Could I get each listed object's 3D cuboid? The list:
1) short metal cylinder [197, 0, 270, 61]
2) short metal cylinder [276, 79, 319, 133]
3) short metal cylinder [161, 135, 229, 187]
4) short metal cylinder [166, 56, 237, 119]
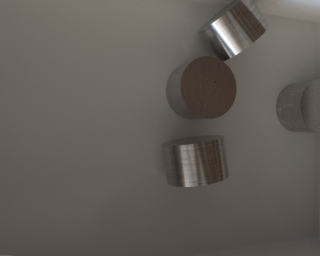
[{"bbox_3d":[0.097,-0.134,0.417,0.080,0.080,0.050,-44,104,-15],"label":"short metal cylinder"},{"bbox_3d":[0.231,-0.033,0.482,0.081,0.050,0.080,0,90,-20],"label":"short metal cylinder"},{"bbox_3d":[0.045,0.040,0.398,0.081,0.080,0.050,-9,94,-20],"label":"short metal cylinder"},{"bbox_3d":[0.054,-0.052,0.417,0.081,0.050,0.080,0,90,-20],"label":"short metal cylinder"}]
